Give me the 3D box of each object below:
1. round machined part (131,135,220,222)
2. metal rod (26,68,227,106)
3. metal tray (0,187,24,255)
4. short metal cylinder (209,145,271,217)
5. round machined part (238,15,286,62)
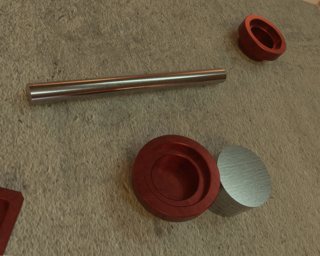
[{"bbox_3d":[0.016,0.060,0.358,0.099,0.042,0.098,7,57,-11],"label":"round machined part"},{"bbox_3d":[-0.023,-0.062,0.430,0.303,0.025,0.025,-11,68,-33],"label":"metal rod"},{"bbox_3d":[-0.191,0.082,0.247,0.131,0.030,0.090,20,54,-17],"label":"metal tray"},{"bbox_3d":[0.093,0.069,0.398,0.081,0.050,0.080,14,56,-21],"label":"short metal cylinder"},{"bbox_3d":[0.192,-0.168,0.602,0.099,0.042,0.098,14,56,-21],"label":"round machined part"}]
